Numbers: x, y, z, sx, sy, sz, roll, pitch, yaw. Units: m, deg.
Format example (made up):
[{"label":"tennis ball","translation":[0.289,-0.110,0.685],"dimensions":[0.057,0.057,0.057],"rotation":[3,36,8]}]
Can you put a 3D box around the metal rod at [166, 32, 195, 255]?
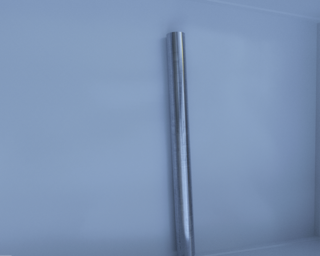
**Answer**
[{"label":"metal rod","translation":[0.028,0.023,0.420],"dimensions":[0.025,0.025,0.298],"rotation":[-3,91,-20]}]
